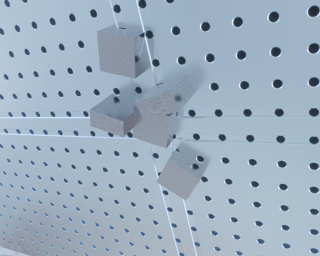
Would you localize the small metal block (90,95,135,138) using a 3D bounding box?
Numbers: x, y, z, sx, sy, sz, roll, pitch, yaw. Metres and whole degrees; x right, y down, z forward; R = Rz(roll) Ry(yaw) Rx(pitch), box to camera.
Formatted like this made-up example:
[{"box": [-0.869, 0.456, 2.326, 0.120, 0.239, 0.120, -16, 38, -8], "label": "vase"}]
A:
[{"box": [-0.058, -0.017, 0.416, 0.050, 0.050, 0.025, 18, 126, 18], "label": "small metal block"}]

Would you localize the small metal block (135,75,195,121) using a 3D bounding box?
[{"box": [0.007, -0.036, 0.370, 0.050, 0.050, 0.025, -15, 111, 34], "label": "small metal block"}]

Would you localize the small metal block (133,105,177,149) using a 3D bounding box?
[{"box": [-0.007, -0.007, 0.412, 0.050, 0.025, 0.050, 17, 126, 18], "label": "small metal block"}]

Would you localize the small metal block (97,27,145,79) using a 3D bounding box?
[{"box": [-0.047, -0.093, 0.379, 0.050, 0.025, 0.050, 15, 125, 20], "label": "small metal block"}]

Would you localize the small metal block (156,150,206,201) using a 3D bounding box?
[{"box": [0.029, 0.067, 0.438, 0.050, 0.025, 0.050, 31, 129, 8], "label": "small metal block"}]
